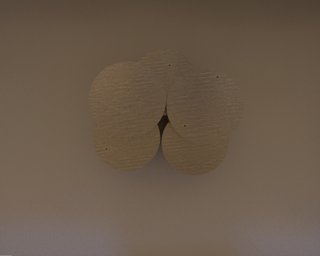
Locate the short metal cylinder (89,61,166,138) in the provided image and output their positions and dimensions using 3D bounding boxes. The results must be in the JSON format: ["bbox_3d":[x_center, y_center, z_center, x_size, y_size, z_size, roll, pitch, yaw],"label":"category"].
[{"bbox_3d":[-0.034,-0.030,0.347,0.081,0.050,0.080,0,90,0],"label":"short metal cylinder"}]

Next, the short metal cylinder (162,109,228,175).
[{"bbox_3d":[0.042,0.017,0.397,0.081,0.050,0.080,0,90,0],"label":"short metal cylinder"}]

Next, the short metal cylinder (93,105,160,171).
[{"bbox_3d":[-0.040,0.011,0.397,0.081,0.050,0.080,0,90,0],"label":"short metal cylinder"}]

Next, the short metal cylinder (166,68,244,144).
[{"bbox_3d":[0.047,-0.023,0.347,0.081,0.050,0.080,0,90,0],"label":"short metal cylinder"}]

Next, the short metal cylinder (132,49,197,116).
[{"bbox_3d":[0.005,-0.055,0.397,0.081,0.050,0.080,0,90,0],"label":"short metal cylinder"}]
